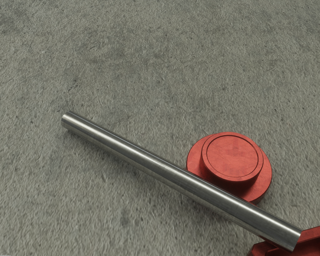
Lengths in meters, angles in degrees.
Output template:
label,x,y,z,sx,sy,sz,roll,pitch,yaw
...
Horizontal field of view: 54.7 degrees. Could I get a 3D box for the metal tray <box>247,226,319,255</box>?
label,x,y,z,sx,sy,sz,roll,pitch,yaw
metal tray,0.144,0.158,0.268,0.091,0.030,0.130,-11,51,-10

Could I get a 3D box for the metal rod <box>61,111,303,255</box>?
label,x,y,z,sx,sy,sz,roll,pitch,yaw
metal rod,0.000,0.045,0.344,0.300,0.025,0.025,25,54,27

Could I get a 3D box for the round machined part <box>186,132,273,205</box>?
label,x,y,z,sx,sy,sz,roll,pitch,yaw
round machined part,0.080,0.043,0.357,0.099,0.042,0.098,0,50,0
